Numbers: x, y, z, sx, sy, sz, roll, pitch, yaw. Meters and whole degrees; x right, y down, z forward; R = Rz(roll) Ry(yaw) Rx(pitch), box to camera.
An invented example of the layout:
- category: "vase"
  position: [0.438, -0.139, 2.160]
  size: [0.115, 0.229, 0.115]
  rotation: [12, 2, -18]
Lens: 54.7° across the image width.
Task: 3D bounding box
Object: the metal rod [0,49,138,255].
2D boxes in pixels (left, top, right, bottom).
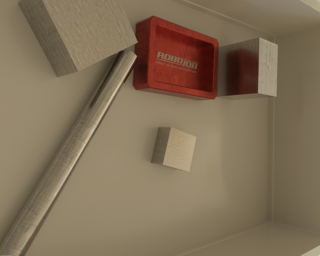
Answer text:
- category: "metal rod"
  position: [-0.100, 0.038, 0.323]
  size: [0.025, 0.025, 0.300]
  rotation: [40, 65, -33]

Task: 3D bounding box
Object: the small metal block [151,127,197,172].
- category: "small metal block"
  position: [0.019, 0.030, 0.425]
  size: [0.050, 0.025, 0.050]
  rotation: [21, 77, -38]

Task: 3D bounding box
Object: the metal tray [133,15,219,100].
- category: "metal tray"
  position: [0.027, -0.090, 0.427]
  size: [0.131, 0.030, 0.089]
  rotation: [4, 87, -40]

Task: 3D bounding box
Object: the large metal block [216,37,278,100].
- category: "large metal block"
  position: [0.133, -0.088, 0.485]
  size: [0.050, 0.080, 0.079]
  rotation: [3, 88, -40]

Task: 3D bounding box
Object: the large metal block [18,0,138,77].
- category: "large metal block"
  position: [-0.082, -0.108, 0.322]
  size: [0.080, 0.050, 0.080]
  rotation: [-37, 113, -34]
